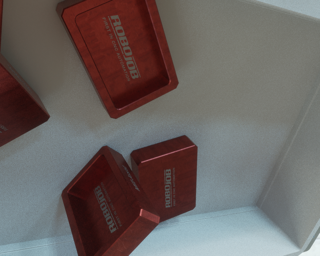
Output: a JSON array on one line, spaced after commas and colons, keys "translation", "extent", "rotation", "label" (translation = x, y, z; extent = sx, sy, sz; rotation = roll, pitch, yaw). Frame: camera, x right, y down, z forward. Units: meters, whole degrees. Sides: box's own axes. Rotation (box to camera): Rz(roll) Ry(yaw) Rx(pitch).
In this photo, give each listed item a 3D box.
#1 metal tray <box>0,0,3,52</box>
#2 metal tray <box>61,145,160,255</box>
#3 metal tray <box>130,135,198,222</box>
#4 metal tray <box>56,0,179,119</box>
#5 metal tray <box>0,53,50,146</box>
[{"translation": [-0.169, -0.083, 0.228], "extent": [0.091, 0.030, 0.129], "rotation": [-3, 142, -32], "label": "metal tray"}, {"translation": [-0.064, 0.091, 0.363], "extent": [0.090, 0.130, 0.030], "rotation": [-48, 129, 5], "label": "metal tray"}, {"translation": [0.008, 0.081, 0.462], "extent": [0.091, 0.030, 0.129], "rotation": [-16, 125, -20], "label": "metal tray"}, {"translation": [-0.039, -0.083, 0.333], "extent": [0.090, 0.030, 0.129], "rotation": [-28, 129, -11], "label": "metal tray"}, {"translation": [-0.159, -0.019, 0.260], "extent": [0.090, 0.030, 0.130], "rotation": [-31, 165, -11], "label": "metal tray"}]
